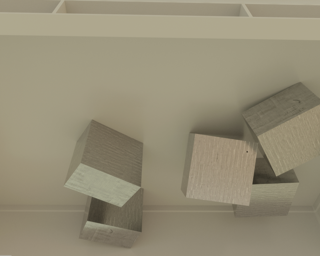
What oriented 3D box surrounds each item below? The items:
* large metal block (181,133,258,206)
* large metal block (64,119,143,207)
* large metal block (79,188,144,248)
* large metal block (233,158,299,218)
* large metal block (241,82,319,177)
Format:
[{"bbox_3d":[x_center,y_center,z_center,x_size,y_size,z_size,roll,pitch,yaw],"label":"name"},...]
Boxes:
[{"bbox_3d":[0.076,0.052,0.409,0.081,0.050,0.080,9,89,-4],"label":"large metal block"},{"bbox_3d":[-0.071,0.047,0.412,0.080,0.080,0.050,27,125,-21],"label":"large metal block"},{"bbox_3d":[-0.074,0.132,0.484,0.081,0.080,0.050,17,128,-15],"label":"large metal block"},{"bbox_3d":[0.154,0.091,0.473,0.081,0.050,0.079,-3,130,1],"label":"large metal block"},{"bbox_3d":[0.161,0.003,0.389,0.080,0.050,0.080,-29,125,10],"label":"large metal block"}]
